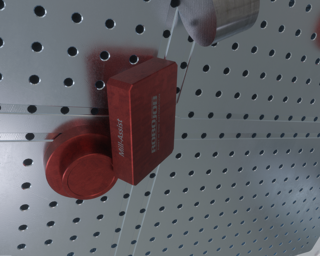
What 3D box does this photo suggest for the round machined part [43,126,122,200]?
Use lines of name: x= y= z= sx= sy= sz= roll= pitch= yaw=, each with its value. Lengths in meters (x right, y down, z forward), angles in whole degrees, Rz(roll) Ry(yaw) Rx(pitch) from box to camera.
round machined part: x=-0.089 y=0.049 z=0.382 sx=0.099 sy=0.042 sz=0.097 roll=-14 pitch=124 yaw=-21

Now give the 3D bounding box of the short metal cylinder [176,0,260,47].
short metal cylinder: x=0.058 y=-0.133 z=0.325 sx=0.050 sy=0.080 sz=0.080 roll=-25 pitch=128 yaw=-13

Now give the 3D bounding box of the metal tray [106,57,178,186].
metal tray: x=-0.017 y=-0.008 z=0.366 sx=0.091 sy=0.030 sz=0.129 roll=-38 pitch=138 yaw=-46
